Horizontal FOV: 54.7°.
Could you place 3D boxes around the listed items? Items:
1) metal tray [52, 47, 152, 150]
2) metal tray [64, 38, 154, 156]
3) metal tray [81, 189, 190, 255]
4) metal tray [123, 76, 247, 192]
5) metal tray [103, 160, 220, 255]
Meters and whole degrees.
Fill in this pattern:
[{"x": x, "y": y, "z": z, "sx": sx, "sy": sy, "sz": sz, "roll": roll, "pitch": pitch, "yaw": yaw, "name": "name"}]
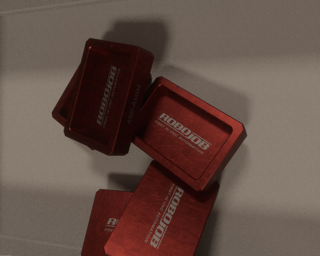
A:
[{"x": -0.084, "y": -0.045, "z": 0.436, "sx": 0.090, "sy": 0.030, "sz": 0.129, "roll": 37, "pitch": 101, "yaw": 16, "name": "metal tray"}, {"x": -0.066, "y": -0.040, "z": 0.385, "sx": 0.090, "sy": 0.030, "sz": 0.129, "roll": 19, "pitch": 96, "yaw": 33, "name": "metal tray"}, {"x": -0.028, "y": 0.131, "z": 0.397, "sx": 0.130, "sy": 0.030, "sz": 0.090, "roll": 1, "pitch": 65, "yaw": 19, "name": "metal tray"}, {"x": 0.026, "y": 0.005, "z": 0.377, "sx": 0.130, "sy": 0.030, "sz": 0.090, "roll": 35, "pitch": 89, "yaw": 26, "name": "metal tray"}, {"x": 0.006, "y": 0.106, "z": 0.360, "sx": 0.090, "sy": 0.030, "sz": 0.130, "roll": 19, "pitch": 53, "yaw": 16, "name": "metal tray"}]
